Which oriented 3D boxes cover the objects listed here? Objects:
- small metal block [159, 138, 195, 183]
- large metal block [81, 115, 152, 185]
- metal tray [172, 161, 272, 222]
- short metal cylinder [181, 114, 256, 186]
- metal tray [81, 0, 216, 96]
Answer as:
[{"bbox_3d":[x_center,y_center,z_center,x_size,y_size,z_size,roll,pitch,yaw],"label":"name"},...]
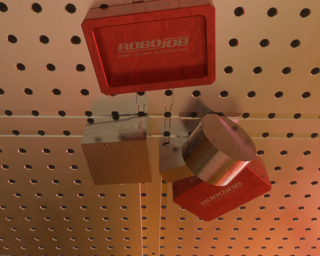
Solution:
[{"bbox_3d":[0.027,0.044,0.434,0.050,0.050,0.025,-18,128,14],"label":"small metal block"},{"bbox_3d":[-0.054,0.031,0.421,0.080,0.050,0.079,-3,130,2],"label":"large metal block"},{"bbox_3d":[0.095,0.094,0.490,0.130,0.030,0.090,-37,122,27],"label":"metal tray"},{"bbox_3d":[0.075,0.027,0.400,0.080,0.080,0.050,20,127,-17],"label":"short metal cylinder"},{"bbox_3d":[-0.007,-0.086,0.334,0.131,0.030,0.089,-6,130,4],"label":"metal tray"}]
